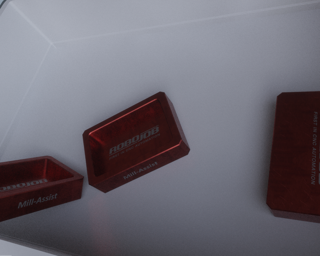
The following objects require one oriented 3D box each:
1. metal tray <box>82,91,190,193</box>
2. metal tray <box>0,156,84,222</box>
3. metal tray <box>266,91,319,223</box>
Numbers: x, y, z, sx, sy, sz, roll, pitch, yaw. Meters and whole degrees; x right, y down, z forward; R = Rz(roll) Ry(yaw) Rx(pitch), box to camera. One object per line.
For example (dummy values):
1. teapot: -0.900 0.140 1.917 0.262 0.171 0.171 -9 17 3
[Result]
1. metal tray: -0.036 0.018 0.408 0.130 0.030 0.090 -26 53 11
2. metal tray: -0.174 0.071 0.385 0.090 0.131 0.030 21 107 37
3. metal tray: 0.159 0.025 0.304 0.090 0.030 0.130 1 62 28
